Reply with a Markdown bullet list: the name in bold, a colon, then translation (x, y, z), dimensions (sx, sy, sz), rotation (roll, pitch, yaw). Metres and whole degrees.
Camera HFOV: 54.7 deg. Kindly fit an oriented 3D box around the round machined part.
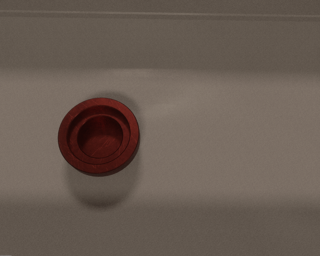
- **round machined part**: translation (-0.074, 0.014, 0.395), dimensions (0.099, 0.042, 0.098), rotation (0, 70, -1)
